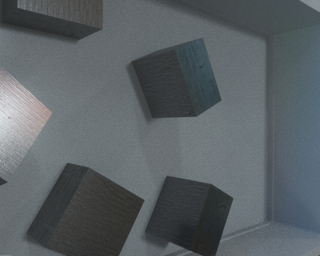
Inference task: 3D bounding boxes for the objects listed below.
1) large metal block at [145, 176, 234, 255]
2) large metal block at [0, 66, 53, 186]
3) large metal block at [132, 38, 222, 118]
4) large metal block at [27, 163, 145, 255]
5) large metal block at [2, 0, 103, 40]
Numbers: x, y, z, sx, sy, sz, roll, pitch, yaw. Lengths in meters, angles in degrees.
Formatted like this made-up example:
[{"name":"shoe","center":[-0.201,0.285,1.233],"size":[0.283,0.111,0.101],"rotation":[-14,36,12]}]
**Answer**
[{"name":"large metal block","center":[0.038,0.114,0.405],"size":[0.050,0.080,0.080],"rotation":[36,68,-35]},{"name":"large metal block","center":[-0.148,-0.005,0.247],"size":[0.080,0.050,0.080],"rotation":[49,34,-29]},{"name":"large metal block","center":[0.020,-0.060,0.390],"size":[0.050,0.080,0.080],"rotation":[-32,110,-36]},{"name":"large metal block","center":[-0.076,0.093,0.329],"size":[0.080,0.050,0.080],"rotation":[40,66,-33]},{"name":"large metal block","center":[-0.104,-0.140,0.304],"size":[0.081,0.050,0.079],"rotation":[1,89,-40]}]
